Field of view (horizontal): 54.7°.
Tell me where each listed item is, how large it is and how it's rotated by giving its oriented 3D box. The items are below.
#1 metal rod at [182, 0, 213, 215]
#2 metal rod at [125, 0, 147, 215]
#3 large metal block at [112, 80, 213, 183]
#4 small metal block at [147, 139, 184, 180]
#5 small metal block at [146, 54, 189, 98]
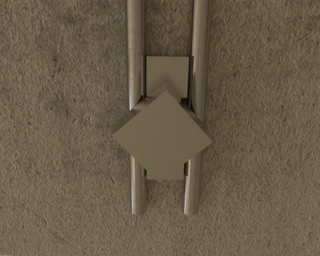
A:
[{"bbox_3d":[0.047,-0.018,0.405,0.025,0.025,0.298,0,110,-1],"label":"metal rod"},{"bbox_3d":[-0.030,-0.019,0.404,0.025,0.025,0.298,0,110,-1],"label":"metal rod"},{"bbox_3d":[0.003,0.004,0.370,0.080,0.050,0.080,-39,106,13],"label":"large metal block"},{"bbox_3d":[0.007,0.043,0.426,0.050,0.025,0.050,1,110,-1],"label":"small metal block"},{"bbox_3d":[0.009,-0.065,0.386,0.050,0.025,0.050,1,110,-1],"label":"small metal block"}]
